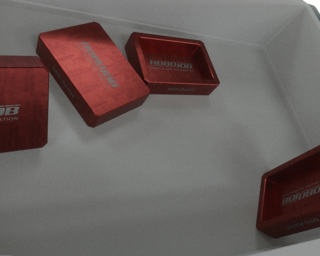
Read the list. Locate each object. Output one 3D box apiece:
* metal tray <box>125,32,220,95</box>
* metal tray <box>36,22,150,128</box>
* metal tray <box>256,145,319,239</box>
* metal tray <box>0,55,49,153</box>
[{"bbox_3d":[0.020,-0.096,0.473,0.131,0.030,0.090,-2,63,-30],"label":"metal tray"},{"bbox_3d":[-0.086,-0.073,0.402,0.091,0.030,0.130,-29,78,-38],"label":"metal tray"},{"bbox_3d":[0.179,0.079,0.389,0.030,0.129,0.090,30,52,-10],"label":"metal tray"},{"bbox_3d":[-0.172,-0.018,0.280,0.131,0.089,0.030,-7,35,-32],"label":"metal tray"}]
